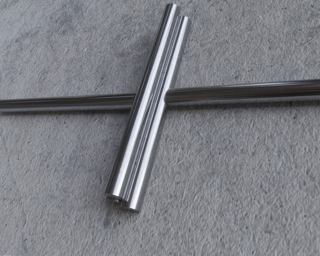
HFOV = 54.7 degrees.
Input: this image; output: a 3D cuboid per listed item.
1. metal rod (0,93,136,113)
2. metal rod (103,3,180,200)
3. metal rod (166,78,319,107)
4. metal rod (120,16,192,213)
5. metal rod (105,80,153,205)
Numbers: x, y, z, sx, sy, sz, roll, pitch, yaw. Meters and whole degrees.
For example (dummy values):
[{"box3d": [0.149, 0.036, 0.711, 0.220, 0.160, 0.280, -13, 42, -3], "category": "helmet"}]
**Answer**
[{"box3d": [-0.164, -0.040, 0.513, 0.300, 0.025, 0.025, 1, 62, 28], "category": "metal rod"}, {"box3d": [-0.017, -0.052, 0.419, 0.025, 0.025, 0.300, 1, 62, 28], "category": "metal rod"}, {"box3d": [0.147, -0.042, 0.353, 0.300, 0.025, 0.025, 0, 62, 27], "category": "metal rod"}, {"box3d": [0.001, -0.036, 0.426, 0.025, 0.025, 0.300, 1, 62, 28], "category": "metal rod"}, {"box3d": [-0.019, -0.041, 0.440, 0.025, 0.025, 0.300, 1, 62, 28], "category": "metal rod"}]
